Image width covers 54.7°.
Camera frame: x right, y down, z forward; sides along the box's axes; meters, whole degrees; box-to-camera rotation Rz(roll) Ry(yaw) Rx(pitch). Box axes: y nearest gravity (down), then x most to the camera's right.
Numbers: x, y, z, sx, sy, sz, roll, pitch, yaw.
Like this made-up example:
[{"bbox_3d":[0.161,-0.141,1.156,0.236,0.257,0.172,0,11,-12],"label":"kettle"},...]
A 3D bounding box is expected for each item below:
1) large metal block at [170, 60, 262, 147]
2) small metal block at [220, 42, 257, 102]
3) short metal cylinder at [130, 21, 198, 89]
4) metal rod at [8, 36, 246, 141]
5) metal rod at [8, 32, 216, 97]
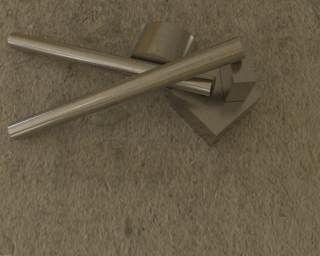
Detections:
[{"bbox_3d":[0.070,-0.035,0.408,0.080,0.050,0.080,-40,75,-12],"label":"large metal block"},{"bbox_3d":[0.090,-0.065,0.365,0.025,0.050,0.050,-4,70,-1],"label":"small metal block"},{"bbox_3d":[0.005,-0.096,0.417,0.080,0.080,0.050,20,71,6],"label":"short metal cylinder"},{"bbox_3d":[-0.051,-0.041,0.367,0.301,0.025,0.025,-18,70,15],"label":"metal rod"},{"bbox_3d":[-0.076,-0.089,0.410,0.301,0.025,0.025,16,70,17],"label":"metal rod"}]
